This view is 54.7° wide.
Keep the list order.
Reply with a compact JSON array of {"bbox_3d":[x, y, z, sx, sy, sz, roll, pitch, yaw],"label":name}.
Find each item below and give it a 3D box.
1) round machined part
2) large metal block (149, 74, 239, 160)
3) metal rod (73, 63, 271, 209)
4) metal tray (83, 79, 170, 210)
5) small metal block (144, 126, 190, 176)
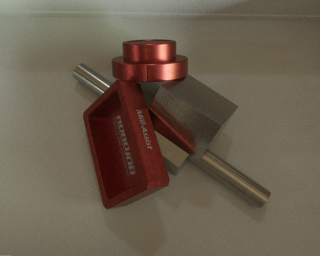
[{"bbox_3d":[-0.013,-0.091,0.400,0.099,0.098,0.042,-2,111,-1],"label":"round machined part"},{"bbox_3d":[0.040,-0.018,0.381,0.080,0.050,0.080,35,31,12],"label":"large metal block"},{"bbox_3d":[0.007,0.004,0.407,0.300,0.025,0.025,35,74,11],"label":"metal rod"},{"bbox_3d":[-0.045,0.020,0.367,0.030,0.090,0.130,2,63,-44],"label":"metal tray"},{"bbox_3d":[0.009,0.030,0.384,0.050,0.050,0.025,36,74,12],"label":"small metal block"}]
